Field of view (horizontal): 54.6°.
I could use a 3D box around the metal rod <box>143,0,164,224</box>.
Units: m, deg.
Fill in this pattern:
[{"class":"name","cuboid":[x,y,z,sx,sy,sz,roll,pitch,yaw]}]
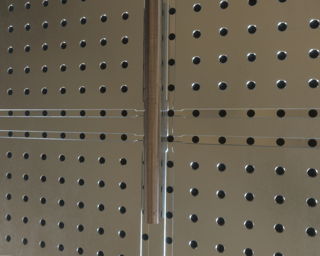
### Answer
[{"class":"metal rod","cuboid":[-0.009,-0.024,0.416,0.025,0.025,0.298,1,90,20]}]
